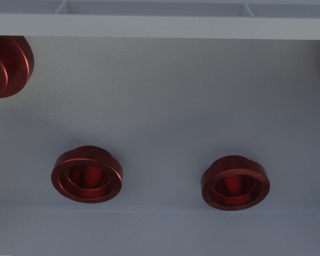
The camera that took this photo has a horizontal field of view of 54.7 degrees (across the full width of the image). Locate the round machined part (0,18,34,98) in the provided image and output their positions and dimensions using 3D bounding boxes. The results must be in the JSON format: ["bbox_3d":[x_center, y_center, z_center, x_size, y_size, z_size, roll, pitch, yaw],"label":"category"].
[{"bbox_3d":[-0.194,-0.071,0.335,0.099,0.042,0.097,0,130,0],"label":"round machined part"}]

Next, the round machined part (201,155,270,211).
[{"bbox_3d":[0.110,0.079,0.466,0.099,0.042,0.097,0,130,0],"label":"round machined part"}]

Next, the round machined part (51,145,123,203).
[{"bbox_3d":[-0.103,0.064,0.451,0.099,0.042,0.097,0,130,0],"label":"round machined part"}]
